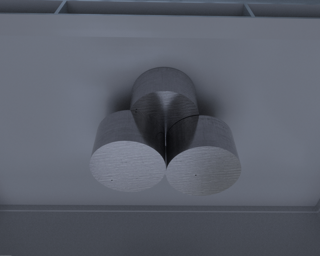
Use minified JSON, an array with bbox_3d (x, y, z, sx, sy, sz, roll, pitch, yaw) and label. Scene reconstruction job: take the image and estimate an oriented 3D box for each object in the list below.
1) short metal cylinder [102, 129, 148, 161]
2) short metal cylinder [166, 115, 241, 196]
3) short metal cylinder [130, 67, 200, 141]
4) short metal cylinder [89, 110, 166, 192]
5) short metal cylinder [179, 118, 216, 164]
[{"bbox_3d":[-0.040,0.026,0.412,0.081,0.050,0.079,0,130,0],"label":"short metal cylinder"},{"bbox_3d":[0.047,0.032,0.351,0.081,0.050,0.079,0,130,0],"label":"short metal cylinder"},{"bbox_3d":[0.005,-0.025,0.370,0.081,0.050,0.079,0,130,0],"label":"short metal cylinder"},{"bbox_3d":[-0.034,0.027,0.347,0.081,0.050,0.079,0,130,0],"label":"short metal cylinder"},{"bbox_3d":[0.042,0.030,0.416,0.081,0.050,0.079,0,130,0],"label":"short metal cylinder"}]
